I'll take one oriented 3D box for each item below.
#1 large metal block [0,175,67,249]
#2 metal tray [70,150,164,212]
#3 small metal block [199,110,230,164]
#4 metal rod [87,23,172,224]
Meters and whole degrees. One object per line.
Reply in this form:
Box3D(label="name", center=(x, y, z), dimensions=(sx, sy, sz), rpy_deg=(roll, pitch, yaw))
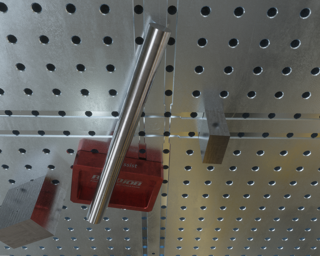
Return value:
Box3D(label="large metal block", center=(-0.203, 0.130, 0.484), dimensions=(0.080, 0.080, 0.050), rpy_deg=(-22, 127, 17))
Box3D(label="metal tray", center=(-0.068, 0.085, 0.479), dimensions=(0.131, 0.030, 0.089), rpy_deg=(10, 130, -9))
Box3D(label="small metal block", center=(0.070, 0.012, 0.406), dimensions=(0.025, 0.050, 0.050), rpy_deg=(4, 130, -4))
Box3D(label="metal rod", center=(-0.049, 0.015, 0.396), dimensions=(0.025, 0.025, 0.298), rpy_deg=(15, 120, -13))
